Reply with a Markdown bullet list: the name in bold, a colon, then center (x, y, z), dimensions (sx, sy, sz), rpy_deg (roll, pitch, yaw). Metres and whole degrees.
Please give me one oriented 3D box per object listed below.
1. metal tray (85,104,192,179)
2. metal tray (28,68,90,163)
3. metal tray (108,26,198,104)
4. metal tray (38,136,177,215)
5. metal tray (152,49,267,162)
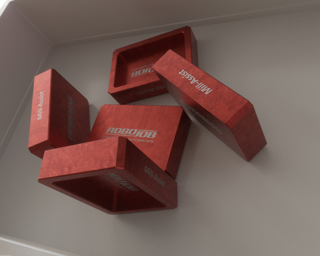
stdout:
- **metal tray**: center (-0.033, 0.015, 0.405), dimensions (0.130, 0.030, 0.090), rpy_deg (4, 63, 29)
- **metal tray**: center (-0.137, -0.009, 0.436), dimensions (0.030, 0.090, 0.130), rpy_deg (-22, 54, 14)
- **metal tray**: center (-0.010, -0.092, 0.461), dimensions (0.130, 0.030, 0.090), rpy_deg (-12, 57, 21)
- **metal tray**: center (-0.046, 0.057, 0.323), dimensions (0.090, 0.130, 0.030), rpy_deg (-12, 58, 21)
- **metal tray**: center (0.054, -0.026, 0.348), dimensions (0.030, 0.090, 0.130), rpy_deg (-45, 51, -2)
